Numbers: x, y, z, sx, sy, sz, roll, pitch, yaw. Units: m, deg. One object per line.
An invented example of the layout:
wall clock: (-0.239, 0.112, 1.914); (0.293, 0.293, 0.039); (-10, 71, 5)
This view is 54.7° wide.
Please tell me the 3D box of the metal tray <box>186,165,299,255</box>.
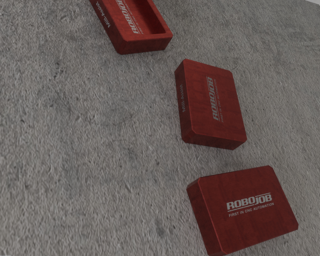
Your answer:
metal tray: (0.107, 0.101, 0.396); (0.131, 0.030, 0.090); (-4, 64, -30)

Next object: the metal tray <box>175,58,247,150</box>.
metal tray: (0.073, -0.036, 0.462); (0.091, 0.030, 0.130); (10, 57, -23)

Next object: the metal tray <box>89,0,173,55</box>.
metal tray: (-0.048, -0.178, 0.482); (0.091, 0.030, 0.130); (-17, 71, -35)
